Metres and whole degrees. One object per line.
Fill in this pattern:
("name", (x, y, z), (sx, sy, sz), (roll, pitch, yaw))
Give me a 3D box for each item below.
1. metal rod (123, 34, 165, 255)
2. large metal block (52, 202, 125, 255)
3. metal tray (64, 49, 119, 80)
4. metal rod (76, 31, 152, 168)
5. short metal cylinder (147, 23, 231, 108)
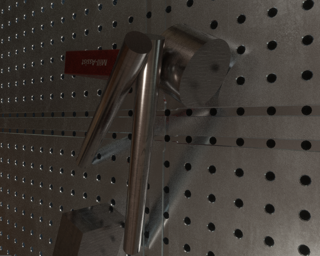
("metal rod", (-0.024, 0.041, 0.371), (0.025, 0.025, 0.298), (30, 126, 35))
("large metal block", (-0.103, 0.164, 0.456), (0.050, 0.081, 0.079), (26, 107, 36))
("metal tray", (-0.050, -0.079, 0.406), (0.130, 0.091, 0.030), (10, 97, 39))
("metal rod", (-0.073, -0.009, 0.390), (0.025, 0.025, 0.298), (67, 150, 17))
("short metal cylinder", (0.033, -0.069, 0.345), (0.050, 0.081, 0.079), (37, 112, 33))
